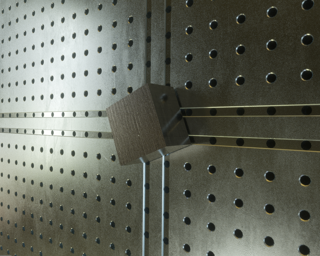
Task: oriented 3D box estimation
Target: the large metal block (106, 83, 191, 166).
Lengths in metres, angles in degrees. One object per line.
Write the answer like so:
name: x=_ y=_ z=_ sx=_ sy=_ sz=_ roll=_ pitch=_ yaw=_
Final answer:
large metal block: x=-0.017 y=-0.003 z=0.401 sx=0.080 sy=0.050 sz=0.080 roll=-26 pitch=74 yaw=36
